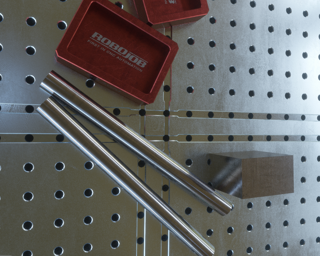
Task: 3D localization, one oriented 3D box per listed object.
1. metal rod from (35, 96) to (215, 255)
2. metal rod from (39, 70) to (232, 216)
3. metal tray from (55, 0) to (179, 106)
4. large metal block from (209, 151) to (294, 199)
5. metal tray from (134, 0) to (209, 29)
[{"bbox_3d":[-0.034,0.074,0.400,0.300,0.025,0.025,45,76,-15],"label":"metal rod"},{"bbox_3d":[-0.019,0.029,0.406,0.301,0.025,0.025,37,78,-17],"label":"metal rod"},{"bbox_3d":[-0.052,-0.096,0.391,0.131,0.030,0.090,27,81,-19],"label":"metal tray"},{"bbox_3d":[0.125,0.061,0.431,0.081,0.080,0.050,-2,91,-20],"label":"large metal block"},{"bbox_3d":[0.005,-0.204,0.412,0.091,0.030,0.129,-18,96,-20],"label":"metal tray"}]
